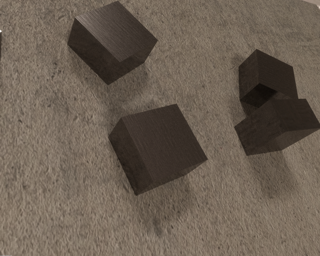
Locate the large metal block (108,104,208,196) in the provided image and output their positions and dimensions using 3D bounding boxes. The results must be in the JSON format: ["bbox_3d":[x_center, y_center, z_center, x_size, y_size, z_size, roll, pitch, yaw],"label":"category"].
[{"bbox_3d":[-0.004,0.024,0.373,0.081,0.050,0.080,-16,71,-35],"label":"large metal block"}]

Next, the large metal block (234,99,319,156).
[{"bbox_3d":[0.175,-0.001,0.466,0.081,0.080,0.050,-4,64,-31],"label":"large metal block"}]

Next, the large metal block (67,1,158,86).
[{"bbox_3d":[-0.065,-0.118,0.426,0.080,0.050,0.080,45,51,3],"label":"large metal block"}]

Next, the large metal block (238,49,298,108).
[{"bbox_3d":[0.186,-0.078,0.539,0.080,0.050,0.080,20,54,-17],"label":"large metal block"}]
